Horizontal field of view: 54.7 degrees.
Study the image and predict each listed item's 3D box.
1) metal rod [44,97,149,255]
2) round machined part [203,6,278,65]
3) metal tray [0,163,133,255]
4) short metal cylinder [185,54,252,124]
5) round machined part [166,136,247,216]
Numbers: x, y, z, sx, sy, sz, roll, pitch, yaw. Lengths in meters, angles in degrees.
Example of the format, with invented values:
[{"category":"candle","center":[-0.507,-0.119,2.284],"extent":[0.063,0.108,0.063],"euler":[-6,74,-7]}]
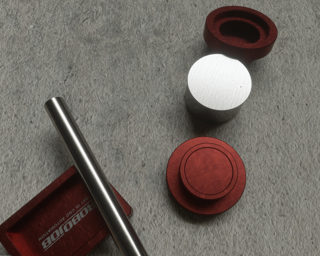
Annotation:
[{"category":"metal rod","center":[-0.055,0.090,0.342],"extent":[0.025,0.025,0.299],"euler":[-29,73,-10]},{"category":"round machined part","center":[0.110,-0.127,0.437],"extent":[0.099,0.042,0.098],"euler":[2,53,-3]},{"category":"metal tray","center":[-0.108,0.110,0.363],"extent":[0.130,0.030,0.090],"euler":[-41,75,-14]},{"category":"short metal cylinder","center":[0.075,-0.051,0.414],"extent":[0.081,0.050,0.080],"euler":[0,70,0]},{"category":"round machined part","center":[0.057,0.056,0.379],"extent":[0.099,0.042,0.098],"euler":[0,70,-1]}]
